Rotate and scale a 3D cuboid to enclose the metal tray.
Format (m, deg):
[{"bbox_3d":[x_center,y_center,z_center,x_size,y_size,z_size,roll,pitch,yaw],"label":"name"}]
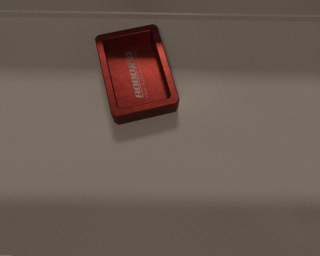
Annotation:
[{"bbox_3d":[-0.033,-0.077,0.434,0.091,0.030,0.130,-13,71,-5],"label":"metal tray"}]
